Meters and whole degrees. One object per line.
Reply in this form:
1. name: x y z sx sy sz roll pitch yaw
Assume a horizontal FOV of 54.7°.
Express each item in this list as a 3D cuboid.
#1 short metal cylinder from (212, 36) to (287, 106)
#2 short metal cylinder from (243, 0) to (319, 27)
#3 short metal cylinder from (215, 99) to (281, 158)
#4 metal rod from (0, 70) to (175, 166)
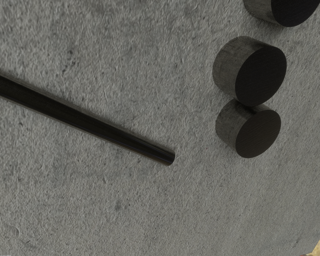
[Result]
1. short metal cylinder: 0.117 -0.075 0.408 0.081 0.050 0.079 -14 124 -21
2. short metal cylinder: 0.147 -0.166 0.368 0.081 0.050 0.079 -14 124 -21
3. short metal cylinder: 0.130 -0.002 0.461 0.081 0.050 0.079 -14 124 -21
4. metal rod: -0.094 -0.012 0.348 0.301 0.025 0.025 27 103 -38
